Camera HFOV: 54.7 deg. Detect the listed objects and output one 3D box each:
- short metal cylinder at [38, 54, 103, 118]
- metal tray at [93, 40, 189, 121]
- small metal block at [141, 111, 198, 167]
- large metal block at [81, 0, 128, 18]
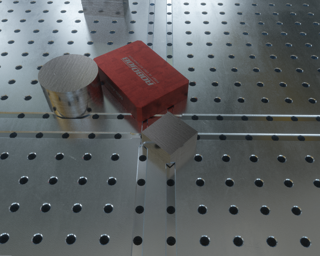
[{"bbox_3d":[-0.125,-0.060,0.441,0.081,0.050,0.080,0,50,0],"label":"short metal cylinder"},{"bbox_3d":[-0.030,-0.076,0.468,0.091,0.030,0.130,-30,56,-23],"label":"metal tray"},{"bbox_3d":[0.012,0.013,0.397,0.050,0.025,0.050,37,59,27],"label":"small metal block"},{"bbox_3d":[-0.107,-0.263,0.592,0.080,0.080,0.050,5,50,4],"label":"large metal block"}]
